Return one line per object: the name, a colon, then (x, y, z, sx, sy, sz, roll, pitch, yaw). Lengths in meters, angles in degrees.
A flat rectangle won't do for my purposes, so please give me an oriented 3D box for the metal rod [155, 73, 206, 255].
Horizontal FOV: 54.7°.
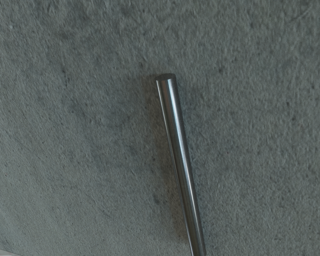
metal rod: (0.034, 0.070, 0.431, 0.025, 0.025, 0.298, 2, 120, 27)
